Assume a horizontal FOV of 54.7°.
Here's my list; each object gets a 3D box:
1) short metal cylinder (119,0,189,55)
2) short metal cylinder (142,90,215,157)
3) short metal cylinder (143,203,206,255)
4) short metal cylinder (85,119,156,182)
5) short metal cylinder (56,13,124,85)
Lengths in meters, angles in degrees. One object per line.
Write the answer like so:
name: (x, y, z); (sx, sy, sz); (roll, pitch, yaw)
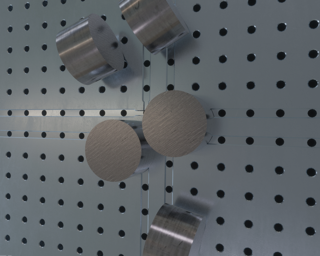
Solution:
short metal cylinder: (-0.006, -0.139, 0.386); (0.050, 0.080, 0.080); (-30, 80, 17)
short metal cylinder: (0.024, -0.005, 0.391); (0.080, 0.050, 0.079); (0, 90, 20)
short metal cylinder: (0.019, 0.138, 0.377); (0.050, 0.080, 0.080); (15, 95, 19)
short metal cylinder: (-0.052, 0.029, 0.418); (0.080, 0.050, 0.079); (0, 90, 19)
short metal cylinder: (-0.091, -0.104, 0.416); (0.050, 0.080, 0.080); (-22, 83, 19)
